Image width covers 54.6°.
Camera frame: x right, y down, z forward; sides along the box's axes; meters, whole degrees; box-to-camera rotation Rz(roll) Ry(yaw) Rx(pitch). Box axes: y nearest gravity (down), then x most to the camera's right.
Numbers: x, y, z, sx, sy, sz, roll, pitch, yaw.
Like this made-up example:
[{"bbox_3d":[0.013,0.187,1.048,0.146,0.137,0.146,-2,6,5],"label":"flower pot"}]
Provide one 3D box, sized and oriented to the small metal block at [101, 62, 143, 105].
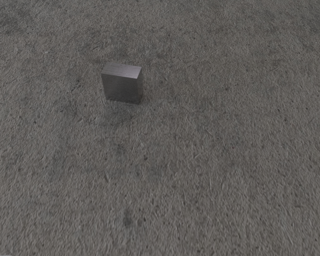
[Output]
[{"bbox_3d":[-0.052,-0.063,0.440,0.050,0.050,0.025,10,51,8],"label":"small metal block"}]
